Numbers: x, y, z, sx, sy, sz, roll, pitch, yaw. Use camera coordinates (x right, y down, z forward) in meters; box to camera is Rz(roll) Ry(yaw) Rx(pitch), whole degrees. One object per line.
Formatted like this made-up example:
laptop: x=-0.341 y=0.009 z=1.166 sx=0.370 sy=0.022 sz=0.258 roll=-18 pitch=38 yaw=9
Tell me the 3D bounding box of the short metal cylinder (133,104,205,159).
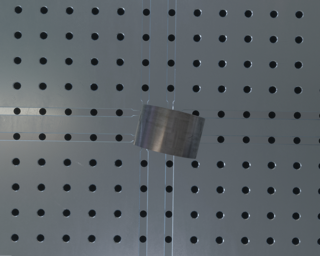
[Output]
short metal cylinder: x=0.011 y=0.004 z=0.386 sx=0.080 sy=0.080 sz=0.050 roll=13 pitch=90 yaw=0
